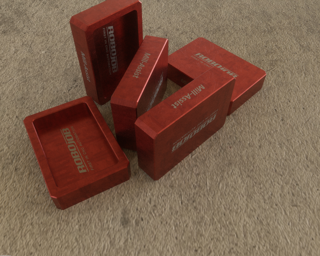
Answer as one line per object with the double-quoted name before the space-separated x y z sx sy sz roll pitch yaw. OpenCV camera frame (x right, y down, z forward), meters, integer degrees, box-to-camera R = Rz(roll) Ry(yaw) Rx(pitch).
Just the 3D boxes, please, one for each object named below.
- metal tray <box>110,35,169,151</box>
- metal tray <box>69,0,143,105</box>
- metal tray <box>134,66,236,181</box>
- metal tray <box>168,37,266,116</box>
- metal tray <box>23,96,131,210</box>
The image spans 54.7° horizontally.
"metal tray" -0.021 -0.046 0.401 0.030 0.089 0.130 13 51 10
"metal tray" -0.065 -0.104 0.423 0.030 0.129 0.090 36 58 26
"metal tray" 0.031 -0.006 0.367 0.131 0.089 0.030 -36 59 -27
"metal tray" 0.080 -0.083 0.472 0.091 0.030 0.130 -37 59 -27
"metal tray" -0.103 0.024 0.380 0.091 0.030 0.130 -23 54 -19
